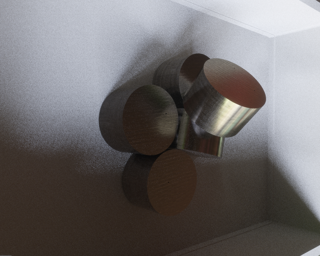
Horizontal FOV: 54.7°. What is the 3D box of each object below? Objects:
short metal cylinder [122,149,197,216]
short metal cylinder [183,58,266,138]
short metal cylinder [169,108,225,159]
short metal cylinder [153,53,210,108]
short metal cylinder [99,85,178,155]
[{"bbox_3d":[0.000,0.065,0.390,0.081,0.050,0.079,0,90,-40],"label":"short metal cylinder"},{"bbox_3d":[0.074,-0.036,0.361,0.081,0.050,0.080,17,44,-17],"label":"short metal cylinder"},{"bbox_3d":[0.045,0.009,0.409,0.081,0.080,0.050,17,79,-39],"label":"short metal cylinder"},{"bbox_3d":[0.038,-0.057,0.422,0.081,0.050,0.079,0,90,-40],"label":"short metal cylinder"},{"bbox_3d":[-0.025,-0.009,0.369,0.081,0.050,0.079,0,90,-40],"label":"short metal cylinder"}]
